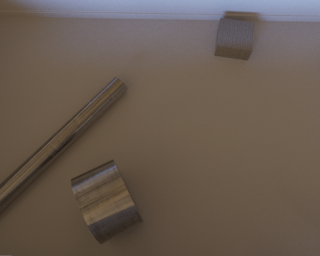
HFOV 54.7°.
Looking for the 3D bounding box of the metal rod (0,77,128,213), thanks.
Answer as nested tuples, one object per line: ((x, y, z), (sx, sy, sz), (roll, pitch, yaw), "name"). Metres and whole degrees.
((-0.154, 0.043, 0.391), (0.025, 0.025, 0.301), (40, 74, 13), "metal rod")

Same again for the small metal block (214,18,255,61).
((0.110, -0.132, 0.459), (0.050, 0.025, 0.050), (9, 70, 3), "small metal block")

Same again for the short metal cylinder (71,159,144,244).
((-0.059, 0.082, 0.350), (0.050, 0.080, 0.080), (-26, 72, -9), "short metal cylinder")
